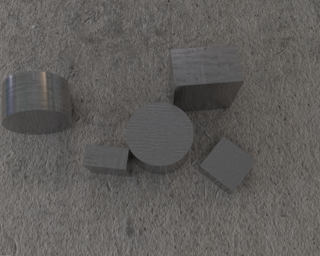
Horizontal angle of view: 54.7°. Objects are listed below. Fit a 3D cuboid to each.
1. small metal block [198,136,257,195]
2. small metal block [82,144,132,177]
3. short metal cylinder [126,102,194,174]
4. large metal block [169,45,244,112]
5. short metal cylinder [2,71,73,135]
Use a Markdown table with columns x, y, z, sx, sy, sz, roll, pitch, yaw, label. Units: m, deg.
| x | y | z | sx | sy | sz | roll | pitch | yaw | label |
| --- | --- | --- | --- | --- | --- | --- | --- | --- | --- |
| 0.084 | 0.047 | 0.392 | 0.050 | 0.025 | 0.050 | 38 | 74 | 12 | small metal block |
| -0.062 | 0.041 | 0.379 | 0.050 | 0.050 | 0.025 | 6 | 71 | 2 | small metal block |
| 0.000 | 0.014 | 0.390 | 0.081 | 0.050 | 0.080 | 0 | 70 | 0 | short metal cylinder |
| 0.055 | -0.061 | 0.402 | 0.081 | 0.080 | 0.050 | -5 | 70 | -2 | large metal block |
| -0.153 | -0.029 | 0.388 | 0.081 | 0.080 | 0.050 | -9 | 71 | -3 | short metal cylinder |
